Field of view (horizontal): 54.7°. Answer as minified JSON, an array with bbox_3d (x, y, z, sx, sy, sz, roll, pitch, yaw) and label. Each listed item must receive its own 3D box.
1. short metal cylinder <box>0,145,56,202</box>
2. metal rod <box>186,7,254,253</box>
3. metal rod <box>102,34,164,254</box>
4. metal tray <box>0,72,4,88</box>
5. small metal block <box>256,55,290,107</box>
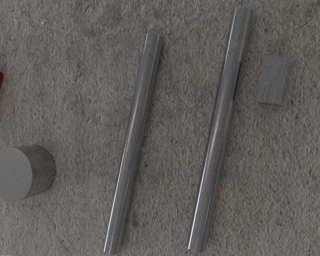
[{"bbox_3d":[-0.207,0.067,0.469,0.080,0.050,0.079,0,90,20],"label":"short metal cylinder"},{"bbox_3d":[0.073,0.005,0.383,0.025,0.025,0.298,12,94,19],"label":"metal rod"},{"bbox_3d":[-0.038,0.024,0.422,0.025,0.025,0.298,13,94,19],"label":"metal rod"},{"bbox_3d":[-0.323,-0.045,0.520,0.090,0.030,0.129,21,97,18],"label":"metal tray"},{"bbox_3d":[0.128,-0.051,0.351,0.025,0.050,0.050,10,94,20],"label":"small metal block"}]
